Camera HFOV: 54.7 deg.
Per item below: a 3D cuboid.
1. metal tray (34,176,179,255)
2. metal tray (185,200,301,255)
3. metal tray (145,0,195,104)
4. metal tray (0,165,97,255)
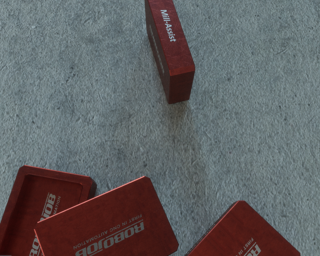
[{"bbox_3d":[-0.056,0.119,0.339,0.131,0.030,0.090,-21,81,-21],"label":"metal tray"},{"bbox_3d":[0.080,0.158,0.348,0.130,0.030,0.090,-43,76,-14],"label":"metal tray"},{"bbox_3d":[0.010,-0.108,0.412,0.030,0.090,0.130,-14,71,-5],"label":"metal tray"},{"bbox_3d":[-0.135,0.116,0.361,0.090,0.030,0.130,10,70,3],"label":"metal tray"}]
